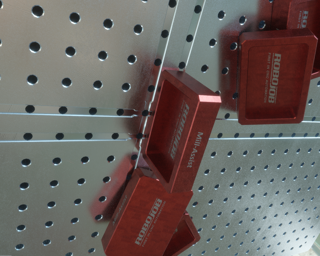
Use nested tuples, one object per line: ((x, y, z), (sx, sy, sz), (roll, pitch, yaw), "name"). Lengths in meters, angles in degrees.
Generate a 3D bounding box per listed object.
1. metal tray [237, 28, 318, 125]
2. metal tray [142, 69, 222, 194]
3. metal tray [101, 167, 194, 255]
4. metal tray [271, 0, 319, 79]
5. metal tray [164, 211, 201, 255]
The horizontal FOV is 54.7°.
((0.155, -0.066, 0.426), (0.090, 0.030, 0.129), (-2, 125, 9), "metal tray")
((0.020, 0.004, 0.384), (0.030, 0.090, 0.129), (0, 119, -29), "metal tray")
((-0.019, 0.131, 0.457), (0.091, 0.030, 0.129), (22, 98, -25), "metal tray")
((0.201, -0.127, 0.441), (0.091, 0.030, 0.129), (-19, 126, -18), "metal tray")
((-0.001, 0.194, 0.529), (0.131, 0.030, 0.090), (-31, 129, -9), "metal tray")
